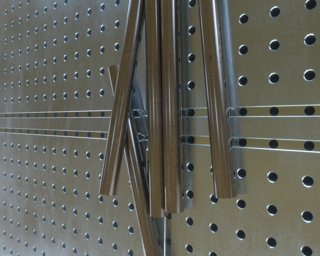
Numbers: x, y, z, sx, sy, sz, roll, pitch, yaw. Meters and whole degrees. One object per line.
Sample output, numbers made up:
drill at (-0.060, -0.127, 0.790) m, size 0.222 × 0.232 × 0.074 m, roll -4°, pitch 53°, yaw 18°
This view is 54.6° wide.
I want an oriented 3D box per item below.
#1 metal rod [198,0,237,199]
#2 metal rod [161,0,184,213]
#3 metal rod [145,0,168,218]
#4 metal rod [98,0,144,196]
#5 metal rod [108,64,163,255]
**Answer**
metal rod at (0.063, -0.071, 0.358) m, size 0.025 × 0.025 × 0.299 m, roll -7°, pitch 85°, yaw 40°
metal rod at (0.016, -0.044, 0.397) m, size 0.025 × 0.025 × 0.298 m, roll -2°, pitch 89°, yaw 40°
metal rod at (-0.005, -0.034, 0.414) m, size 0.025 × 0.025 × 0.298 m, roll -2°, pitch 88°, yaw 40°
metal rod at (-0.048, -0.059, 0.427) m, size 0.025 × 0.025 × 0.299 m, roll 7°, pitch 87°, yaw 40°
metal rod at (-0.034, 0.054, 0.438) m, size 0.025 × 0.025 × 0.299 m, roll -20°, pitch 77°, yaw 38°
